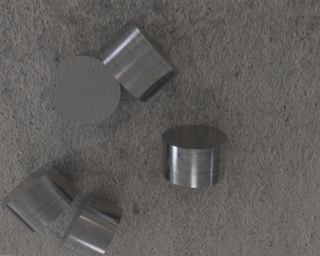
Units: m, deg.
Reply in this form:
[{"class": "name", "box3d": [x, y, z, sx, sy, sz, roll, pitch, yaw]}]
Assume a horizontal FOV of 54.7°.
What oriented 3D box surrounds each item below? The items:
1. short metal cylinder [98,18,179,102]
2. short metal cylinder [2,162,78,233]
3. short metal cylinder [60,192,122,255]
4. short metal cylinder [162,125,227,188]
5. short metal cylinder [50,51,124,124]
[{"class": "short metal cylinder", "box3d": [-0.023, -0.076, 0.352, 0.050, 0.080, 0.080, -40, 106, 13]}, {"class": "short metal cylinder", "box3d": [-0.158, 0.090, 0.412, 0.080, 0.080, 0.050, -33, 107, 11]}, {"class": "short metal cylinder", "box3d": [-0.095, 0.136, 0.430, 0.050, 0.080, 0.080, 31, 107, -11]}, {"class": "short metal cylinder", "box3d": [0.043, 0.033, 0.393, 0.080, 0.080, 0.050, -1, 110, 0]}, {"class": "short metal cylinder", "box3d": [-0.085, -0.051, 0.377, 0.081, 0.050, 0.079, 0, 110, 0]}]
